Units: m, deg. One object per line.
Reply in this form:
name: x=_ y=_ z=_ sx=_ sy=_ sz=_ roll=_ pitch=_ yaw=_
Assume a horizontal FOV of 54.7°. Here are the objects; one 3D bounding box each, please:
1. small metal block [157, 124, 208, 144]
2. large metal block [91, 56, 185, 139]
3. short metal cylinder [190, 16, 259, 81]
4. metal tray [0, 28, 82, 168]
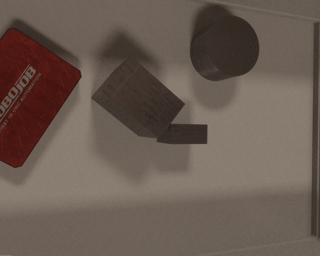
small metal block: x=0.028 y=0.007 z=0.409 sx=0.050 sy=0.050 sz=0.025 roll=1 pitch=90 yaw=-20
large metal block: x=-0.030 y=-0.033 z=0.371 sx=0.080 sy=0.080 sz=0.050 roll=40 pitch=77 yaw=-16
short metal cylinder: x=0.089 y=-0.108 z=0.431 sx=0.081 sy=0.050 sz=0.079 roll=0 pitch=90 yaw=-21
metal tray: x=-0.162 y=-0.033 z=0.348 sx=0.090 sy=0.030 sz=0.130 roll=34 pitch=79 yaw=-17
